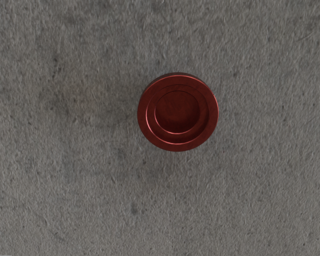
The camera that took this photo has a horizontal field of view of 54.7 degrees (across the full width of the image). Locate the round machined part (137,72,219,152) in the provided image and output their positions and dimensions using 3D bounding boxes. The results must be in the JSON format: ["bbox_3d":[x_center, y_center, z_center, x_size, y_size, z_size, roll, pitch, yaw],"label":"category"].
[{"bbox_3d":[0.022,-0.023,0.393,0.099,0.042,0.097,0,110,-1],"label":"round machined part"}]
